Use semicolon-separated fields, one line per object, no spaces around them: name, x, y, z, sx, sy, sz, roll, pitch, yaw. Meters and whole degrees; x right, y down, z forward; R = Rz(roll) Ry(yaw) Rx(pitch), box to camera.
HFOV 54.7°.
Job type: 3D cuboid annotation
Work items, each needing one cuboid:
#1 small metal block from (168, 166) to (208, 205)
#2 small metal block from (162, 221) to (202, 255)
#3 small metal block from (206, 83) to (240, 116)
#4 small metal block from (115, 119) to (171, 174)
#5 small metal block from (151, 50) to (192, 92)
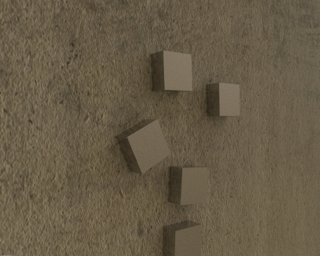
small metal block;0.040;0.080;0.438;0.050;0.025;0.050;5;87;-40
small metal block;0.031;0.160;0.431;0.050;0.025;0.050;2;89;-40
small metal block;0.100;-0.044;0.488;0.050;0.025;0.050;-2;92;-40
small metal block;-0.020;0.022;0.387;0.050;0.025;0.050;-32;110;-35
small metal block;0.016;-0.075;0.418;0.050;0.025;0.050;-4;92;-40
